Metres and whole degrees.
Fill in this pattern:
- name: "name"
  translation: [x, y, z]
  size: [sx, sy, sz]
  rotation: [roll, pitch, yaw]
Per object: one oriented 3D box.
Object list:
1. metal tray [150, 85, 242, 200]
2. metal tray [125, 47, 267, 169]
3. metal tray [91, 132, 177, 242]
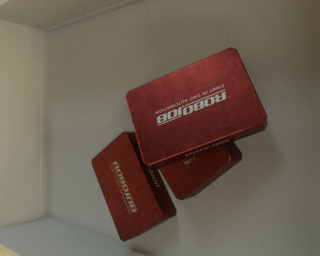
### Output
- name: "metal tray"
  translation: [0.027, 0.010, 0.381]
  size: [0.090, 0.030, 0.130]
  rotation: [-46, 63, 30]
- name: "metal tray"
  translation: [0.036, -0.020, 0.334]
  size: [0.130, 0.030, 0.090]
  rotation: [-22, 68, 12]
- name: "metal tray"
  translation: [-0.041, 0.081, 0.438]
  size: [0.090, 0.030, 0.130]
  rotation: [-39, 66, 33]
